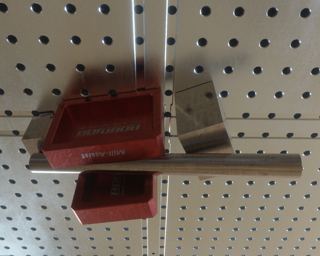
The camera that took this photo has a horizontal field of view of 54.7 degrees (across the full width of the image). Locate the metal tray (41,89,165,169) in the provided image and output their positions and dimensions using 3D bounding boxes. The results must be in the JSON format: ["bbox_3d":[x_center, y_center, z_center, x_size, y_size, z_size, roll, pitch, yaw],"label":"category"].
[{"bbox_3d":[-0.061,-0.001,0.366,0.131,0.090,0.030,-7,131,5],"label":"metal tray"}]

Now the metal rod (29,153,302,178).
[{"bbox_3d":[-0.005,0.041,0.347,0.301,0.025,0.025,-1,131,12],"label":"metal rod"}]

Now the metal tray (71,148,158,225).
[{"bbox_3d":[-0.050,0.052,0.386,0.090,0.130,0.030,-7,130,5],"label":"metal tray"}]

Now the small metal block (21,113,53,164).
[{"bbox_3d":[-0.151,0.016,0.406,0.025,0.050,0.050,-6,130,5],"label":"small metal block"}]

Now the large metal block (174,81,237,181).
[{"bbox_3d":[0.057,0.003,0.378,0.050,0.080,0.080,-18,128,14],"label":"large metal block"}]
